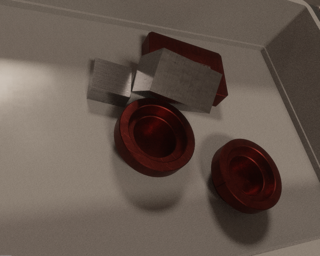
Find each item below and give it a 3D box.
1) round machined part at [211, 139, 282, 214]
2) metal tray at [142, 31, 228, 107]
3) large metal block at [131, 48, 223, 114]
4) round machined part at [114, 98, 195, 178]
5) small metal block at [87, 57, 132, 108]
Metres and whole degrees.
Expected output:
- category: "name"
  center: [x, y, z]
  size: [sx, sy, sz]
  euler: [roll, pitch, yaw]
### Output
- category: "round machined part"
  center: [0.110, 0.067, 0.415]
  size: [0.099, 0.042, 0.098]
  euler: [14, 56, -21]
- category: "metal tray"
  center: [0.038, -0.090, 0.480]
  size: [0.131, 0.030, 0.090]
  euler: [12, 57, -22]
- category: "large metal block"
  center: [0.017, -0.056, 0.390]
  size: [0.081, 0.080, 0.050]
  euler: [19, 88, -22]
- category: "round machined part"
  center: [-0.010, 0.015, 0.382]
  size: [0.099, 0.042, 0.098]
  euler: [14, 56, -21]
- category: "small metal block"
  center: [-0.066, -0.059, 0.408]
  size: [0.050, 0.025, 0.050]
  euler: [13, 56, -22]
